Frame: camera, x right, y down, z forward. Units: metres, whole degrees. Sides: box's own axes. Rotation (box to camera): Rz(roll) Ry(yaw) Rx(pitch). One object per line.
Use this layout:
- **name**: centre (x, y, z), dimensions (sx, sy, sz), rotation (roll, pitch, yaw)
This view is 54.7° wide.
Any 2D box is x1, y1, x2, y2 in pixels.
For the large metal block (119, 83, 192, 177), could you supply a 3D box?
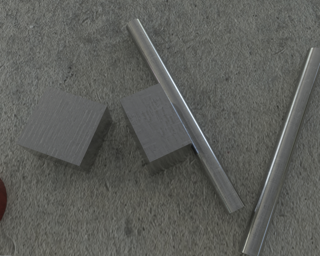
- **large metal block**: centre (-0.006, 0.005, 0.377), dimensions (0.050, 0.080, 0.080), rotation (-25, 72, -9)

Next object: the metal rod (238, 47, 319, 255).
- **metal rod**: centre (0.164, 0.019, 0.403), dimensions (0.025, 0.025, 0.300), rotation (24, 71, 8)

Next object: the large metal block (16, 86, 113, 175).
- **large metal block**: centre (-0.116, 0.004, 0.392), dimensions (0.080, 0.050, 0.080), rotation (19, 71, 6)

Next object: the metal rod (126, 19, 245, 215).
- **metal rod**: centre (0.026, -0.028, 0.418), dimensions (0.025, 0.025, 0.299), rotation (-24, 72, -9)

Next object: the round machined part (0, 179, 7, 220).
- **round machined part**: centre (-0.240, 0.088, 0.364), dimensions (0.099, 0.042, 0.098), rotation (0, 70, -1)
